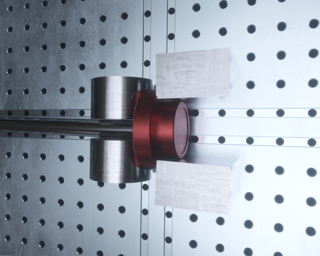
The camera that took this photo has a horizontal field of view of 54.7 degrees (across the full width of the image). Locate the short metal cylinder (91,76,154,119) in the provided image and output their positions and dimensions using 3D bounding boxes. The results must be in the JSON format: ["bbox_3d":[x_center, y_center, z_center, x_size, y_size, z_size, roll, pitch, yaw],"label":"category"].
[{"bbox_3d":[-0.048,-0.036,0.400,0.080,0.080,0.050,1,91,20],"label":"short metal cylinder"}]

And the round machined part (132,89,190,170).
[{"bbox_3d":[0.007,0.002,0.371,0.042,0.098,0.097,1,90,20],"label":"round machined part"}]

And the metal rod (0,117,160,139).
[{"bbox_3d":[-0.121,-0.001,0.443,0.301,0.025,0.025,2,91,24],"label":"metal rod"}]

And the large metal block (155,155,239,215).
[{"bbox_3d":[0.047,0.062,0.367,0.080,0.080,0.050,3,91,20],"label":"large metal block"}]

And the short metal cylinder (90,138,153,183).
[{"bbox_3d":[-0.049,0.039,0.400,0.080,0.080,0.050,2,91,20],"label":"short metal cylinder"}]

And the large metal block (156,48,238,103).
[{"bbox_3d":[0.047,-0.058,0.367,0.080,0.080,0.050,0,90,20],"label":"large metal block"}]
